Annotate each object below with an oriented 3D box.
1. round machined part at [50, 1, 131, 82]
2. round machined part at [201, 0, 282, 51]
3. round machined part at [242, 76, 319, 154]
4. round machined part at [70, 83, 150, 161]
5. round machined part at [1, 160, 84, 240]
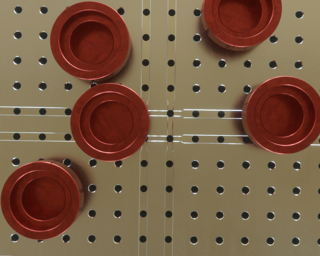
[{"bbox_3d":[-0.087,-0.109,0.404,0.099,0.042,0.097,0,90,0],"label":"round machined part"},{"bbox_3d":[0.103,-0.149,0.405,0.099,0.042,0.097,0,90,0],"label":"round machined part"},{"bbox_3d":[0.156,-0.016,0.406,0.099,0.042,0.097,0,90,0],"label":"round machined part"},{"bbox_3d":[-0.062,-0.007,0.404,0.099,0.042,0.097,0,90,0],"label":"round machined part"},{"bbox_3d":[-0.148,0.090,0.404,0.099,0.042,0.097,0,90,0],"label":"round machined part"}]
